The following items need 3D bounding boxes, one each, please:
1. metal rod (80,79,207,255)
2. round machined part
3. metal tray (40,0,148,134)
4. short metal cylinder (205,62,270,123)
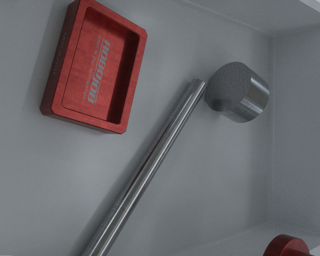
[{"bbox_3d":[-0.016,0.051,0.395,0.025,0.025,0.300,48,62,-30],"label":"metal rod"},{"bbox_3d":[0.167,0.188,0.386,0.099,0.042,0.097,0,90,-40],"label":"round machined part"},{"bbox_3d":[-0.069,-0.065,0.346,0.091,0.030,0.129,19,78,-39],"label":"metal tray"},{"bbox_3d":[0.117,-0.053,0.471,0.050,0.080,0.080,24,75,-38],"label":"short metal cylinder"}]
